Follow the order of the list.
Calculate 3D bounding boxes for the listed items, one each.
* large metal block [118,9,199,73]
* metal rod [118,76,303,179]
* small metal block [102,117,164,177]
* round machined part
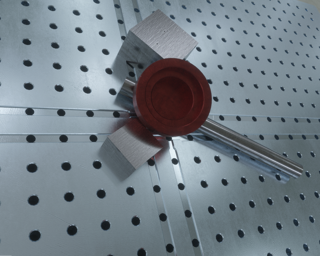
[{"bbox_3d":[-0.002,-0.120,0.466,0.080,0.050,0.080,40,51,-1],"label":"large metal block"},{"bbox_3d":[0.082,0.005,0.451,0.301,0.025,0.025,25,53,-13],"label":"metal rod"},{"bbox_3d":[-0.033,0.023,0.378,0.050,0.025,0.050,48,51,5],"label":"small metal block"},{"bbox_3d":[0.013,-0.037,0.399,0.099,0.042,0.097,2,84,-17],"label":"round machined part"}]
